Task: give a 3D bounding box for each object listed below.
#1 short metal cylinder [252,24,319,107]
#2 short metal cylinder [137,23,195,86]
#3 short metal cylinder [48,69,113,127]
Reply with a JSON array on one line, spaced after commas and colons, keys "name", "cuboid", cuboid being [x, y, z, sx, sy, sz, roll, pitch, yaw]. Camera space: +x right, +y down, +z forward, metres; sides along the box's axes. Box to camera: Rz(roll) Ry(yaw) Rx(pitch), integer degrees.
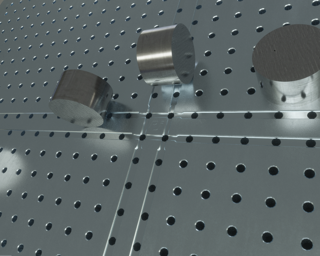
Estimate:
[{"name": "short metal cylinder", "cuboid": [0.152, -0.071, 0.356, 0.080, 0.050, 0.080, -13, 56, 20]}, {"name": "short metal cylinder", "cuboid": [0.010, -0.099, 0.427, 0.050, 0.080, 0.080, -1, 62, 28]}, {"name": "short metal cylinder", "cuboid": [-0.115, -0.042, 0.457, 0.080, 0.080, 0.050, 0, 62, 27]}]
